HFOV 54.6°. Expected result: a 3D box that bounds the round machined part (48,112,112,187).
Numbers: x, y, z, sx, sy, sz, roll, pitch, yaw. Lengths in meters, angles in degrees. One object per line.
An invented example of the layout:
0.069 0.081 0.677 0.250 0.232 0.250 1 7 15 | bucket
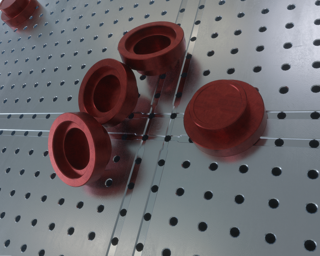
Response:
-0.104 0.027 0.418 0.098 0.042 0.097 5 98 36 | round machined part

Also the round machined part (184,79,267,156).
0.074 -0.019 0.371 0.098 0.042 0.098 -13 56 21 | round machined part

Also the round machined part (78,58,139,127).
-0.070 -0.048 0.452 0.098 0.042 0.098 -8 75 35 | round machined part

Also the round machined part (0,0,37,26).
-0.362 -0.306 0.778 0.098 0.042 0.098 -13 56 21 | round machined part

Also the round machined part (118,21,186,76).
-0.010 -0.115 0.463 0.098 0.042 0.098 -8 46 9 | round machined part
